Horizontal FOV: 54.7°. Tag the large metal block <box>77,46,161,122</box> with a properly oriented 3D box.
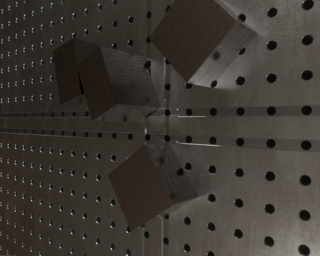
[{"bbox_3d":[-0.054,-0.055,0.416,0.050,0.081,0.080,-29,72,36],"label":"large metal block"}]

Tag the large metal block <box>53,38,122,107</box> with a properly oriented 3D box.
[{"bbox_3d":[-0.103,-0.077,0.456,0.050,0.081,0.080,-17,79,38],"label":"large metal block"}]

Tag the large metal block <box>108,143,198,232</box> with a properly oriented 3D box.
[{"bbox_3d":[-0.012,0.075,0.401,0.080,0.050,0.080,-41,66,32],"label":"large metal block"}]

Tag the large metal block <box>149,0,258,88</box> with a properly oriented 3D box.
[{"bbox_3d":[0.047,-0.105,0.353,0.080,0.050,0.080,-50,61,28],"label":"large metal block"}]
